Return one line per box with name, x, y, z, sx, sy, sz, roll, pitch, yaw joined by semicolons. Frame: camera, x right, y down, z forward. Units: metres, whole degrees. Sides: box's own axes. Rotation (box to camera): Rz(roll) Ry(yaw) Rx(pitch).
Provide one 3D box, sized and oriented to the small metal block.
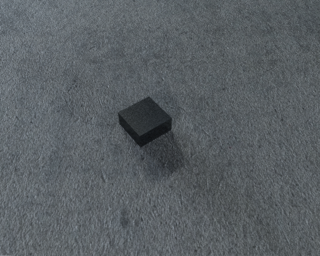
small metal block;-0.020;-0.009;0.412;0.050;0.025;0.050;-30;56;-23
